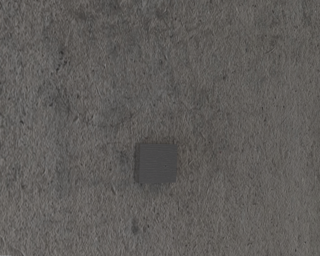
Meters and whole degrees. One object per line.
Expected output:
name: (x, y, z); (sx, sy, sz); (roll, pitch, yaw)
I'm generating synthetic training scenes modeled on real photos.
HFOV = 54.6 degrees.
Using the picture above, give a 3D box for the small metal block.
small metal block: (-0.006, 0.045, 0.407); (0.050, 0.025, 0.050); (2, 89, -20)
